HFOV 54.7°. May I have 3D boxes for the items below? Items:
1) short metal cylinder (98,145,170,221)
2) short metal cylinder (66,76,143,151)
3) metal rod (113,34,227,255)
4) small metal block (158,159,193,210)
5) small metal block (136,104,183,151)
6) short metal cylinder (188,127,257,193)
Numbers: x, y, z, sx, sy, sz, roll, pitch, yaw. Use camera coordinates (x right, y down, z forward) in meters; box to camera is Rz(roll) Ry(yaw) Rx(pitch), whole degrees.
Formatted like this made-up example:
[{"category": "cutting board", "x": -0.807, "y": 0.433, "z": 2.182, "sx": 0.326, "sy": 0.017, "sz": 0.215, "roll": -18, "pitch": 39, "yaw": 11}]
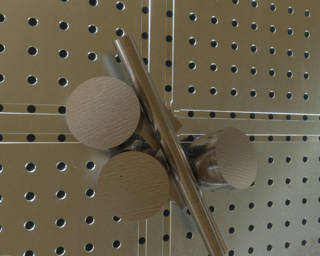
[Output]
[{"category": "short metal cylinder", "x": -0.029, "y": 0.063, "z": 0.371, "sx": 0.080, "sy": 0.050, "sz": 0.079, "roll": 0, "pitch": 94, "yaw": 2}, {"category": "short metal cylinder", "x": -0.061, "y": -0.014, "z": 0.358, "sx": 0.081, "sy": 0.050, "sz": 0.080, "roll": 0, "pitch": 82, "yaw": 1}, {"category": "metal rod", "x": 0.016, "y": 0.029, "z": 0.388, "sx": 0.025, "sy": 0.025, "sz": 0.299, "roll": -27, "pitch": 99, "yaw": -18}, {"category": "small metal block", "x": 0.028, "y": 0.073, "z": 0.419, "sx": 0.050, "sy": 0.025, "sz": 0.050, "roll": -42, "pitch": 104, "yaw": -15}, {"category": "small metal block", "x": -0.008, "y": -0.004, "z": 0.406, "sx": 0.050, "sy": 0.025, "sz": 0.050, "roll": -45, "pitch": 104, "yaw": -14}, {"category": "short metal cylinder", "x": 0.084, "y": 0.044, "z": 0.413, "sx": 0.081, "sy": 0.050, "sz": 0.080, "roll": 13, "pitch": 67, "yaw": -35}]
